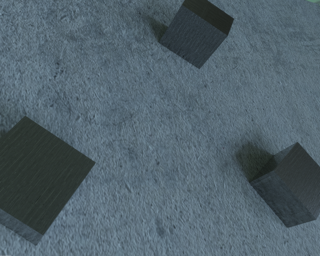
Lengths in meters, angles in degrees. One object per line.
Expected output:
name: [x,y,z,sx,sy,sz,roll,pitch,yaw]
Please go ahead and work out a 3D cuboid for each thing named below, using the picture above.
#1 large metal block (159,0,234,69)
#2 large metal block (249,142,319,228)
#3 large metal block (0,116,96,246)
large metal block: [0.057,-0.154,0.493,0.080,0.080,0.050,31,52,-8]
large metal block: [0.189,0.080,0.441,0.081,0.050,0.080,-34,81,-38]
large metal block: [-0.122,0.049,0.292,0.080,0.050,0.080,35,51,-5]
